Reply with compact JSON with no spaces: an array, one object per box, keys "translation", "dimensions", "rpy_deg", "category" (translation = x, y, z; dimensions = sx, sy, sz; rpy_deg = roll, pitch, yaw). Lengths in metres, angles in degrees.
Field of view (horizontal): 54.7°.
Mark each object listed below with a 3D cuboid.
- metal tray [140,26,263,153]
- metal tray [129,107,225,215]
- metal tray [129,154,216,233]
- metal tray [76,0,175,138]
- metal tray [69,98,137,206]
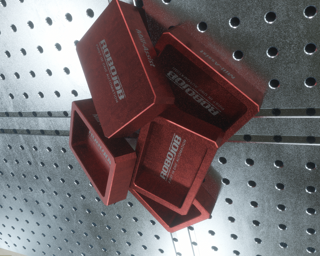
[{"translation":[0.040,-0.041,0.360],"dimensions":[0.130,0.030,0.089],"rpy_deg":[40,129,0],"category":"metal tray"},{"translation":[0.014,0.041,0.386],"dimensions":[0.090,0.030,0.129],"rpy_deg":[25,127,12],"category":"metal tray"},{"translation":[0.006,0.089,0.458],"dimensions":[0.130,0.030,0.090],"rpy_deg":[48,128,-6],"category":"metal tray"},{"translation":[-0.045,-0.064,0.351],"dimensions":[0.090,0.030,0.130],"rpy_deg":[-34,69,38],"category":"metal tray"},{"translation":[-0.085,0.030,0.430],"dimensions":[0.130,0.030,0.089],"rpy_deg":[47,136,35],"category":"metal tray"}]
